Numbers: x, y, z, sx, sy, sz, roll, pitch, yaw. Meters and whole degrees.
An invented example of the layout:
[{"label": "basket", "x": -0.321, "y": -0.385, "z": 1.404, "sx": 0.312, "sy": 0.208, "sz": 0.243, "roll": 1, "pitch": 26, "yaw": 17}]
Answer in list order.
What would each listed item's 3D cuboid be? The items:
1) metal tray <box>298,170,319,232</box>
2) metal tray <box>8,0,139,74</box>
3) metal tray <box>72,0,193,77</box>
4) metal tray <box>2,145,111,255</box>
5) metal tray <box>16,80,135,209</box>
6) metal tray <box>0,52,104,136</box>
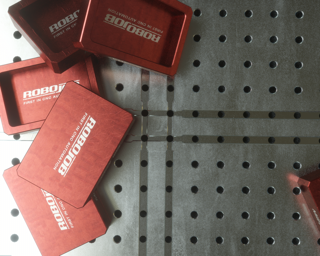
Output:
[{"label": "metal tray", "x": 0.255, "y": 0.111, "z": 0.412, "sx": 0.090, "sy": 0.030, "sz": 0.130, "roll": -24, "pitch": 90, "yaw": 0}, {"label": "metal tray", "x": -0.103, "y": -0.139, "z": 0.386, "sx": 0.131, "sy": 0.030, "sz": 0.090, "roll": -39, "pitch": 84, "yaw": -18}, {"label": "metal tray", "x": -0.029, "y": -0.122, "z": 0.372, "sx": 0.131, "sy": 0.030, "sz": 0.090, "roll": 11, "pitch": 97, "yaw": -35}, {"label": "metal tray", "x": -0.134, "y": 0.095, "z": 0.410, "sx": 0.090, "sy": 0.030, "sz": 0.130, "roll": -26, "pitch": 90, "yaw": 0}, {"label": "metal tray", "x": -0.100, "y": 0.020, "z": 0.380, "sx": 0.090, "sy": 0.030, "sz": 0.130, "roll": 30, "pitch": 90, "yaw": 0}, {"label": "metal tray", "x": -0.144, "y": -0.047, "z": 0.409, "sx": 0.131, "sy": 0.030, "sz": 0.090, "roll": -13, "pitch": 90, "yaw": 0}]
